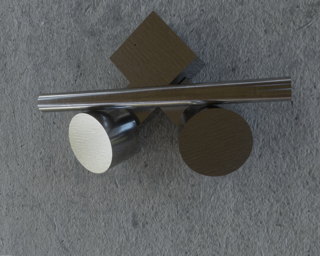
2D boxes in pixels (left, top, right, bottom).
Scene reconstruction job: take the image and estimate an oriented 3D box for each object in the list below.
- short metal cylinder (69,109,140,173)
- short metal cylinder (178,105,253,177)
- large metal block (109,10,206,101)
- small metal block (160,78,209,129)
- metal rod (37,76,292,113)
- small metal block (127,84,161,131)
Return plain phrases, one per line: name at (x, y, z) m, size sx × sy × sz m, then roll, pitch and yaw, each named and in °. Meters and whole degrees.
short metal cylinder at (-0.074, 0.013, 0.407) m, size 0.080 × 0.050 × 0.079 m, roll 15°, pitch 115°, yaw 34°
short metal cylinder at (0.061, 0.009, 0.360) m, size 0.080 × 0.050 × 0.079 m, roll 0°, pitch 108°, yaw 1°
large metal block at (-0.002, -0.085, 0.395) m, size 0.080 × 0.050 × 0.080 m, roll -44°, pitch 77°, yaw 14°
small metal block at (0.036, -0.027, 0.397) m, size 0.050 × 0.025 × 0.050 m, roll -45°, pitch 76°, yaw 14°
metal rod at (-0.011, -0.036, 0.359) m, size 0.301 × 0.025 × 0.025 m, roll -1°, pitch 90°, yaw 19°
small metal block at (-0.032, -0.029, 0.422) m, size 0.050 × 0.025 × 0.050 m, roll -45°, pitch 76°, yaw 13°
